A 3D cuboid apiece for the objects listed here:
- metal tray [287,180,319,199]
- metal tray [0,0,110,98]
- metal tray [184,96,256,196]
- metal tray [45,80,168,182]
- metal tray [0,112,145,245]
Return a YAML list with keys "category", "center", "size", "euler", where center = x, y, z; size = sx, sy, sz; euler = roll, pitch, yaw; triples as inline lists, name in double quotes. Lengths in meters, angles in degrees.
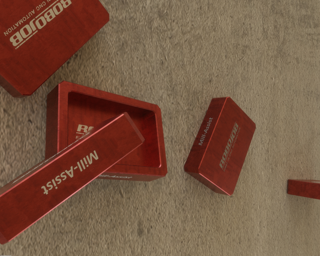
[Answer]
- category: "metal tray"
  center: [0.339, 0.128, 0.646]
  size: [0.131, 0.090, 0.030]
  euler: [9, 85, -40]
- category: "metal tray"
  center: [-0.121, -0.104, 0.299]
  size: [0.090, 0.030, 0.130]
  euler: [51, 60, -28]
- category: "metal tray"
  center: [0.097, 0.028, 0.483]
  size: [0.090, 0.030, 0.130]
  euler: [38, 67, -33]
- category: "metal tray"
  center: [-0.054, 0.009, 0.337]
  size: [0.131, 0.030, 0.090]
  euler: [11, 63, -39]
- category: "metal tray"
  center: [-0.085, 0.037, 0.274]
  size: [0.131, 0.090, 0.030]
  euler: [-36, 100, -24]
